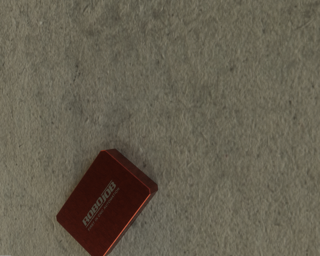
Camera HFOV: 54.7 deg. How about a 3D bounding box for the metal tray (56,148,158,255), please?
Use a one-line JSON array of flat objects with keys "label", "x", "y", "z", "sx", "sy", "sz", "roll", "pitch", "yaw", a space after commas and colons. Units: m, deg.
[{"label": "metal tray", "x": -0.075, "y": 0.105, "z": 0.432, "sx": 0.090, "sy": 0.030, "sz": 0.129, "roll": 39, "pitch": 102, "yaw": 15}]
